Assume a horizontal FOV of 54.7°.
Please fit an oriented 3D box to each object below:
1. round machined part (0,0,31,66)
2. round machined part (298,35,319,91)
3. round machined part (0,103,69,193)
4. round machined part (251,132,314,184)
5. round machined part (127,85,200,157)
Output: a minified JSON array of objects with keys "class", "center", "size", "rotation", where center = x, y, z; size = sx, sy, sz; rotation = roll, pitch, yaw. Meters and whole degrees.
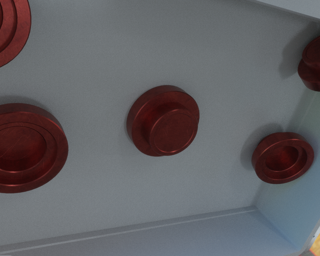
[{"class":"round machined part","center":[-0.160,-0.097,0.251],"size":[0.099,0.042,0.097],"rotation":[-14,125,-21]},{"class":"round machined part","center":[0.243,-0.101,0.437],"size":[0.098,0.098,0.042],"rotation":[-44,118,2]},{"class":"round machined part","center":[-0.151,0.017,0.327],"size":[0.099,0.042,0.097],"rotation":[-14,125,-21]},{"class":"round machined part","center":[0.204,0.046,0.528],"size":[0.099,0.042,0.097],"rotation":[-3,124,-4]},{"class":"round machined part","center":[0.010,-0.003,0.403],"size":[0.099,0.042,0.097],"rotation":[-14,125,-21]}]
